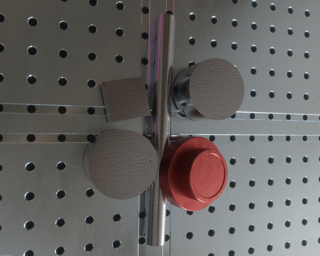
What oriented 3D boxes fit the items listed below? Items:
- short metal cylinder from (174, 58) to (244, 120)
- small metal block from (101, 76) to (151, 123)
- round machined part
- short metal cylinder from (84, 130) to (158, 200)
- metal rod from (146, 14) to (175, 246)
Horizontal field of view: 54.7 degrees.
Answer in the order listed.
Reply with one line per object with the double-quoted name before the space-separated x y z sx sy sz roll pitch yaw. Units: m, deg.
"short metal cylinder" 0.065 -0.050 0.419 0.081 0.050 0.079 0 90 -20
"small metal block" -0.044 -0.036 0.392 0.050 0.025 0.050 -12 94 -20
"round machined part" 0.051 0.060 0.405 0.099 0.042 0.097 0 89 -36
"short metal cylinder" -0.049 0.042 0.377 0.081 0.050 0.079 0 90 -20
"metal rod" 0.001 0.002 0.409 0.025 0.025 0.298 3 89 -20
